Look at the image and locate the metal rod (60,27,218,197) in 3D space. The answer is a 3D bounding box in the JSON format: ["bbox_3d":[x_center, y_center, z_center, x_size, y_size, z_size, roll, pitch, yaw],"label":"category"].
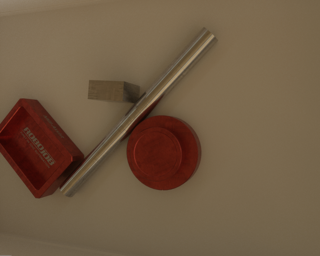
[{"bbox_3d":[-0.037,-0.013,0.422,0.299,0.025,0.025,-46,76,13],"label":"metal rod"}]

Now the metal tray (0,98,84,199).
[{"bbox_3d":[-0.189,0.029,0.472,0.130,0.030,0.090,46,104,13],"label":"metal tray"}]

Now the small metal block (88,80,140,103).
[{"bbox_3d":[-0.061,-0.048,0.418,0.050,0.050,0.025,5,92,19],"label":"small metal block"}]

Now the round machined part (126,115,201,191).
[{"bbox_3d":[0.001,0.032,0.400,0.098,0.042,0.097,0,90,19],"label":"round machined part"}]
